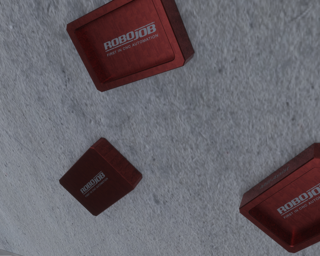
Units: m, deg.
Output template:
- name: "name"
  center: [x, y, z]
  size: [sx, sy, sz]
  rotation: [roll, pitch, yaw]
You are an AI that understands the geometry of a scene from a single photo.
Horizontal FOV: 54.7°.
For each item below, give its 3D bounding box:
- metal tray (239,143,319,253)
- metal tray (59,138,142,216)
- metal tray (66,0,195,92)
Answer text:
- name: "metal tray"
  center: [0.171, 0.088, 0.367]
  size: [0.090, 0.030, 0.129]
  rotation: [39, 129, 1]
- name: "metal tray"
  center: [-0.100, 0.084, 0.506]
  size: [0.090, 0.030, 0.129]
  rotation: [45, 129, -4]
- name: "metal tray"
  center: [-0.037, -0.101, 0.358]
  size: [0.130, 0.030, 0.090]
  rotation: [-12, 113, 32]
